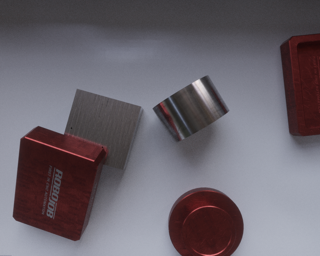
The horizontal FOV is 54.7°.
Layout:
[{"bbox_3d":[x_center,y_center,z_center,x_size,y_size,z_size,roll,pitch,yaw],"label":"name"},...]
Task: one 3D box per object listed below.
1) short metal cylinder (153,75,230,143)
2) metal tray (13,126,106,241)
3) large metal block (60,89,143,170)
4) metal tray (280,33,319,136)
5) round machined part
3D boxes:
[{"bbox_3d":[0.038,-0.023,0.385,0.080,0.080,0.050,-31,90,0],"label":"short metal cylinder"},{"bbox_3d":[-0.125,0.071,0.378,0.090,0.030,0.129,19,117,1],"label":"metal tray"},{"bbox_3d":[-0.072,0.001,0.398,0.080,0.050,0.080,16,90,-1],"label":"large metal block"},{"bbox_3d":[0.216,-0.058,0.411,0.091,0.030,0.129,-6,90,-1],"label":"metal tray"},{"bbox_3d":[0.060,0.130,0.404,0.099,0.042,0.097,0,90,-1],"label":"round machined part"}]
